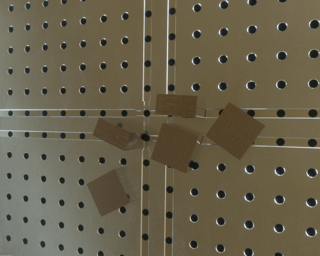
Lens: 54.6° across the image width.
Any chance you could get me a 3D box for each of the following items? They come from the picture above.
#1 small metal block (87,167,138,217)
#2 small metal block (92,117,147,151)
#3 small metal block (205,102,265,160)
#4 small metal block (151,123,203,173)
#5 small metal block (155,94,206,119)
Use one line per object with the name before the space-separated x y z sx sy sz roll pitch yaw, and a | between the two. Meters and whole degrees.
small metal block | -0.067 0.089 0.437 0.050 0.025 0.050 -30 80 17
small metal block | -0.053 0.007 0.419 0.050 0.050 0.025 24 98 18
small metal block | 0.093 0.003 0.380 0.050 0.025 0.050 37 102 16
small metal block | 0.022 0.025 0.405 0.050 0.025 0.050 21 97 19
small metal block | 0.027 -0.027 0.390 0.050 0.050 0.025 6 92 20
